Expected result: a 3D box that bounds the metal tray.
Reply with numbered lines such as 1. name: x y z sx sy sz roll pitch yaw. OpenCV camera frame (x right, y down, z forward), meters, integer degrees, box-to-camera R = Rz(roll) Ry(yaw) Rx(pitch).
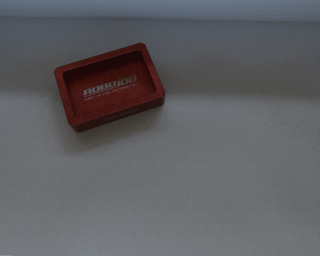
1. metal tray: -0.068 -0.057 0.426 0.131 0.030 0.090 -19 71 -7
